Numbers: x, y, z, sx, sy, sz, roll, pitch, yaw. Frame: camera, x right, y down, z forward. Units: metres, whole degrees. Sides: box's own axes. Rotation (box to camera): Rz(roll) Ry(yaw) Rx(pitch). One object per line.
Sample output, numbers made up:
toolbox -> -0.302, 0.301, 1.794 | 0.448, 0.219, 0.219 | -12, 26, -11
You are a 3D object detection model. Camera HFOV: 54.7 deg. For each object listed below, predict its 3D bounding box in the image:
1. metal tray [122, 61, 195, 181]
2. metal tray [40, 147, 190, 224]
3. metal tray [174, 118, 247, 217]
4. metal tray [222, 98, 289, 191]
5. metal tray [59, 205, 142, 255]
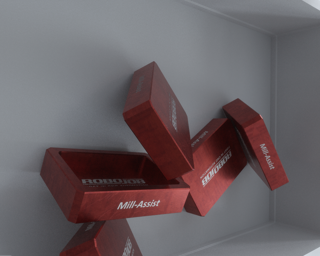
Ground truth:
metal tray -> 0.001, -0.014, 0.353 | 0.090, 0.030, 0.130 | 57, 16, -24
metal tray -> -0.045, 0.055, 0.323 | 0.131, 0.090, 0.030 | 7, 107, -40
metal tray -> 0.074, 0.055, 0.465 | 0.131, 0.030, 0.090 | -40, 115, -33
metal tray -> 0.149, 0.025, 0.489 | 0.030, 0.090, 0.130 | -29, 113, 4
metal tray -> -0.045, 0.130, 0.294 | 0.030, 0.130, 0.090 | -24, 90, 0
